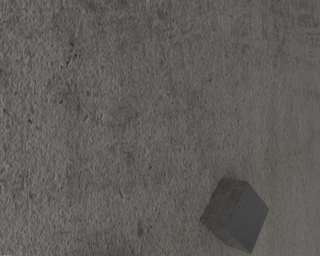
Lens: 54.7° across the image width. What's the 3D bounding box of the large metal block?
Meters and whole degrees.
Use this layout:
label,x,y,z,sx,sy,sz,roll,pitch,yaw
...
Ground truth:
label,x,y,z,sx,sy,sz,roll,pitch,yaw
large metal block,0.120,0.137,0.489,0.080,0.050,0.080,48,62,-29
